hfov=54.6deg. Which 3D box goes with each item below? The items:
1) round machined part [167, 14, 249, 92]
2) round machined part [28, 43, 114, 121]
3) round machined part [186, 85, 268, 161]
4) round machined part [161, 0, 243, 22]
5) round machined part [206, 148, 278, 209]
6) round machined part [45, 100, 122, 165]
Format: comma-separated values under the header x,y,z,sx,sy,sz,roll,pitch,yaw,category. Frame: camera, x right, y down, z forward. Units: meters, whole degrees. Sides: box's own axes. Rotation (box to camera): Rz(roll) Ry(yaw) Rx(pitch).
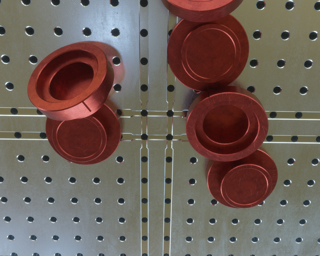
x,y,z,sx,sy,sz,roll,pitch,yaw,category
0.058,-0.091,0.371,0.099,0.042,0.097,0,110,0,round machined part
-0.100,-0.050,0.366,0.098,0.098,0.042,-18,147,6,round machined part
0.082,-0.009,0.393,0.098,0.042,0.097,2,120,4,round machined part
0.046,-0.157,0.332,0.098,0.042,0.098,-1,79,7,round machined part
0.115,0.072,0.431,0.099,0.042,0.097,0,110,0,round machined part
-0.101,0.005,0.405,0.099,0.042,0.097,0,110,0,round machined part
